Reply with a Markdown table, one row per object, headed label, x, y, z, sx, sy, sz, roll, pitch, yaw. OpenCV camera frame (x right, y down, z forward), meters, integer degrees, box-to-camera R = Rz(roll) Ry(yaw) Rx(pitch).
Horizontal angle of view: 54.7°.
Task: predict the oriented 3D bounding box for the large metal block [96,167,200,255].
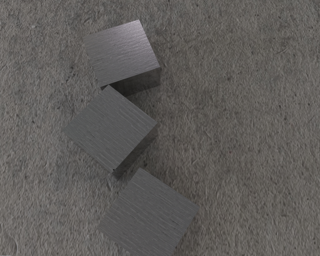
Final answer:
| label | x | y | z | sx | sy | sz | roll | pitch | yaw |
| --- | --- | --- | --- | --- | --- | --- | --- | --- | --- |
| large metal block | -0.012 | 0.105 | 0.356 | 0.080 | 0.050 | 0.080 | 32 | 73 | 11 |

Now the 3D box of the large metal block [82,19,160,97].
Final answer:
| label | x | y | z | sx | sy | sz | roll | pitch | yaw |
| --- | --- | --- | --- | --- | --- | --- | --- | --- | --- |
| large metal block | -0.052 | -0.091 | 0.428 | 0.080 | 0.050 | 0.080 | -20 | 71 | -7 |

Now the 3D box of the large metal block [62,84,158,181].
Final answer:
| label | x | y | z | sx | sy | sz | roll | pitch | yaw |
| --- | --- | --- | --- | --- | --- | --- | --- | --- | --- |
| large metal block | -0.059 | 0.007 | 0.392 | 0.080 | 0.050 | 0.080 | 38 | 74 | 12 |
